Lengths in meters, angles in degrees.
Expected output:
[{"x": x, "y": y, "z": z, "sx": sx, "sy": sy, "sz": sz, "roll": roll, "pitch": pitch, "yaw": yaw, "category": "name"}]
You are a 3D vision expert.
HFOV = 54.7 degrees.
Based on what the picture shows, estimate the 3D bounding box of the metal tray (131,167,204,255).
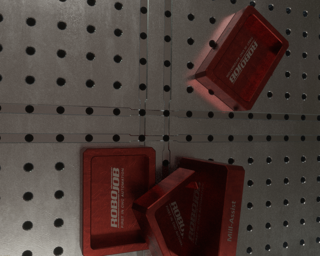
[{"x": 0.027, "y": 0.128, "z": 0.397, "sx": 0.091, "sy": 0.030, "sz": 0.129, "roll": -32, "pitch": 112, "yaw": -33, "category": "metal tray"}]

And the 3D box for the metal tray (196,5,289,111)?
[{"x": 0.123, "y": -0.101, "z": 0.456, "sx": 0.090, "sy": 0.030, "sz": 0.130, "roll": 37, "pitch": 78, "yaw": -17, "category": "metal tray"}]

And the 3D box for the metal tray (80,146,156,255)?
[{"x": -0.053, "y": 0.089, "z": 0.391, "sx": 0.091, "sy": 0.030, "sz": 0.129, "roll": 0, "pitch": 90, "yaw": -21, "category": "metal tray"}]

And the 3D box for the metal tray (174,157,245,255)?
[{"x": 0.058, "y": 0.107, "z": 0.398, "sx": 0.030, "sy": 0.090, "sz": 0.129, "roll": 9, "pitch": 87, "yaw": -35, "category": "metal tray"}]
